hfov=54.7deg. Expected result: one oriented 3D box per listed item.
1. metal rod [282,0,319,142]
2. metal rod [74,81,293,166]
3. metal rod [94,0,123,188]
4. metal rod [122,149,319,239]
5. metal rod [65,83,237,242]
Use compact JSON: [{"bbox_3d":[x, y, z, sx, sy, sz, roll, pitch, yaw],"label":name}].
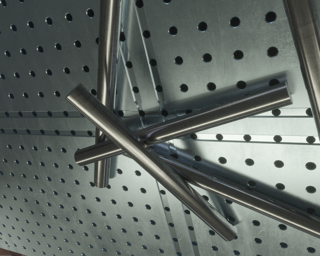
[{"bbox_3d":[0.153,-0.049,0.300,0.025,0.025,0.299,-12,113,33],"label":"metal rod"},{"bbox_3d":[0.008,0.004,0.390,0.300,0.025,0.025,-18,109,28],"label":"metal rod"},{"bbox_3d":[-0.076,-0.029,0.431,0.025,0.025,0.298,21,126,15],"label":"metal rod"},{"bbox_3d":[0.081,0.079,0.416,0.301,0.025,0.025,21,126,15],"label":"metal rod"},{"bbox_3d":[0.002,0.057,0.401,0.025,0.025,0.300,-29,116,37],"label":"metal rod"}]
